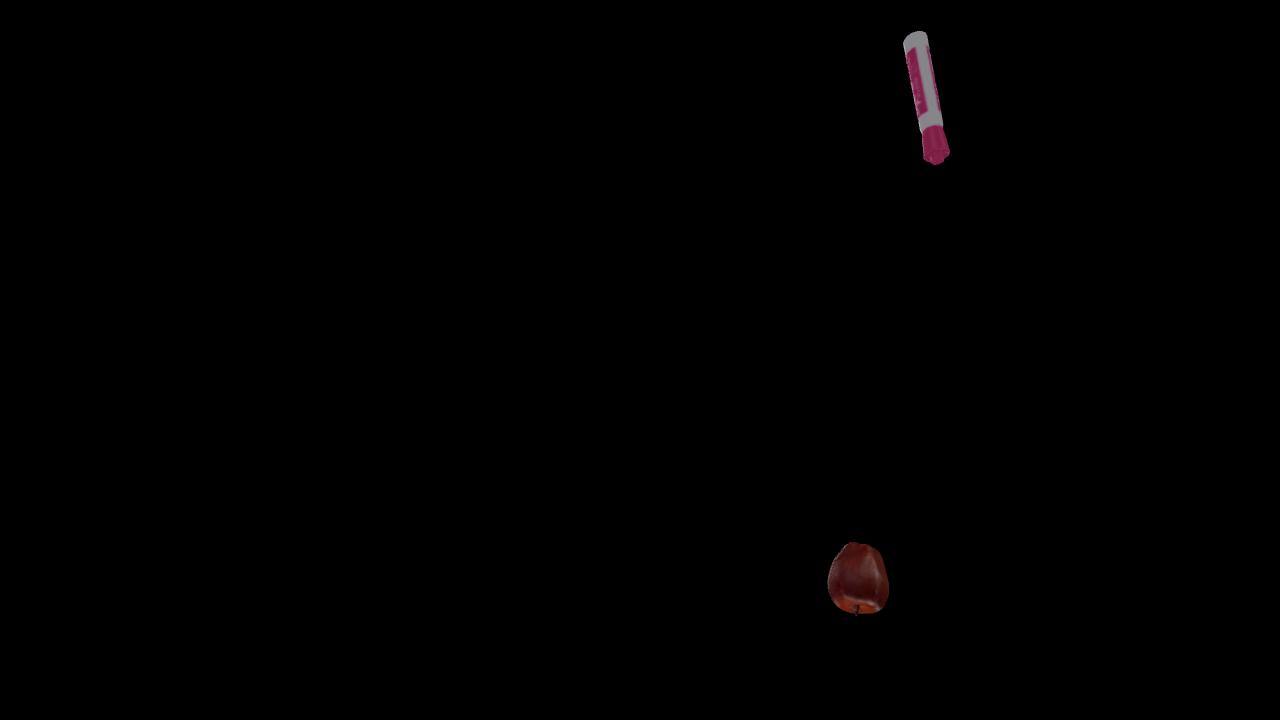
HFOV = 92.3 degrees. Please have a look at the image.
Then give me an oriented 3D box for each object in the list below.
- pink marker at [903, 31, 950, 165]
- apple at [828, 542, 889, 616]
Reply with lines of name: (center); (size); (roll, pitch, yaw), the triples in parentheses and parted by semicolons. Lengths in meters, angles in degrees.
pink marker: (0.231, -0.212, 0.497); (0.020, 0.121, 0.020); (0, -18, 0)
apple: (0.289, 0.292, 0.818); (0.079, 0.093, 0.079); (11, -35, 8)
